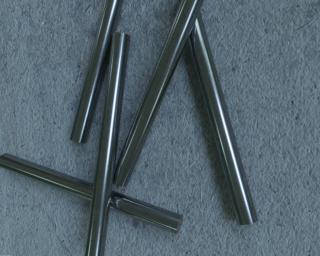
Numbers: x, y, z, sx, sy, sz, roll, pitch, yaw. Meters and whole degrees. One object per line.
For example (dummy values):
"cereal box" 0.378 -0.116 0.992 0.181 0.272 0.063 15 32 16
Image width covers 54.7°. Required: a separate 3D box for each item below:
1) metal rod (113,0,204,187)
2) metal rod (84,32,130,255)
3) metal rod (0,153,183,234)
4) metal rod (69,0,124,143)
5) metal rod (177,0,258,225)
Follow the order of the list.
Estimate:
"metal rod" 0.000 -0.058 0.391 0.025 0.025 0.298 28 106 18
"metal rod" -0.069 0.020 0.415 0.025 0.025 0.298 5 85 20
"metal rod" -0.112 0.089 0.448 0.301 0.025 0.025 15 95 19
"metal rod" -0.079 -0.125 0.436 0.025 0.025 0.298 18 96 19
"metal rod" 0.068 -0.032 0.384 0.025 0.025 0.298 -16 85 19
